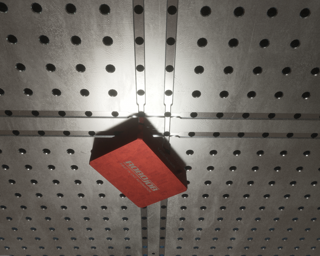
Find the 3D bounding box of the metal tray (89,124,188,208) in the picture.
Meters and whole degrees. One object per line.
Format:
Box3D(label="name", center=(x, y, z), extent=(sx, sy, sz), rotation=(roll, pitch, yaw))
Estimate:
Box3D(label="metal tray", center=(-0.029, 0.062, 0.461), extent=(0.090, 0.030, 0.130), rotation=(-26, 126, 20))
